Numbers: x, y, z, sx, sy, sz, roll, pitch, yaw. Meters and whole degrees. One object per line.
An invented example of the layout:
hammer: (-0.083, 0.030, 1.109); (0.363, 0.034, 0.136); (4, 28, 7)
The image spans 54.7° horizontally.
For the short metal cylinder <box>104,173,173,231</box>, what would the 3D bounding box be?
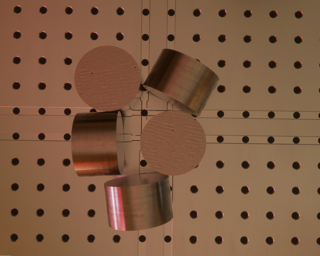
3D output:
short metal cylinder: (-0.026, 0.089, 0.385); (0.080, 0.080, 0.050); (-6, 91, 0)

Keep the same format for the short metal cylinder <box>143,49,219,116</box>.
short metal cylinder: (0.026, -0.056, 0.386); (0.080, 0.080, 0.050); (28, 89, 0)

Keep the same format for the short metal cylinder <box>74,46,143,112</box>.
short metal cylinder: (-0.063, -0.060, 0.400); (0.080, 0.050, 0.079); (0, 90, 1)

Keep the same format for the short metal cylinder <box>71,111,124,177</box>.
short metal cylinder: (-0.074, 0.020, 0.386); (0.050, 0.080, 0.080); (-2, 90, -1)

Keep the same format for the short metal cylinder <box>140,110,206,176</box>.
short metal cylinder: (0.016, 0.018, 0.401); (0.081, 0.050, 0.079); (0, 91, -1)
